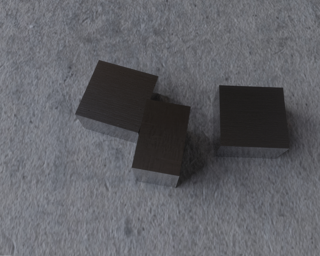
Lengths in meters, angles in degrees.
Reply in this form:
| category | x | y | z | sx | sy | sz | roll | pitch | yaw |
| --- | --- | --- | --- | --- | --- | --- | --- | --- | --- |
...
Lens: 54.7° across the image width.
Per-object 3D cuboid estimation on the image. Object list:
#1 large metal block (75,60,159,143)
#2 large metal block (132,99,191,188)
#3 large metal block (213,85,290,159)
| category | x | y | z | sx | sy | sz | roll | pitch | yaw |
| --- | --- | --- | --- | --- | --- | --- | --- | --- | --- |
| large metal block | -0.052 | -0.033 | 0.406 | 0.080 | 0.050 | 0.080 | 16 | 71 | 5 |
| large metal block | 0.002 | 0.022 | 0.371 | 0.050 | 0.080 | 0.080 | 10 | 70 | 3 |
| large metal block | 0.113 | -0.007 | 0.399 | 0.081 | 0.050 | 0.080 | 2 | 70 | 0 |
